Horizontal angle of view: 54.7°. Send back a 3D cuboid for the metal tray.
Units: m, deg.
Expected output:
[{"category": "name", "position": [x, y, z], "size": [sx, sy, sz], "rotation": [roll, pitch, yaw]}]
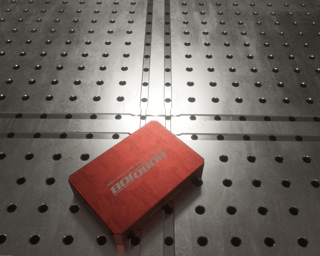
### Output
[{"category": "metal tray", "position": [-0.024, 0.056, 0.357], "size": [0.131, 0.030, 0.090], "rotation": [-35, 59, -26]}]
